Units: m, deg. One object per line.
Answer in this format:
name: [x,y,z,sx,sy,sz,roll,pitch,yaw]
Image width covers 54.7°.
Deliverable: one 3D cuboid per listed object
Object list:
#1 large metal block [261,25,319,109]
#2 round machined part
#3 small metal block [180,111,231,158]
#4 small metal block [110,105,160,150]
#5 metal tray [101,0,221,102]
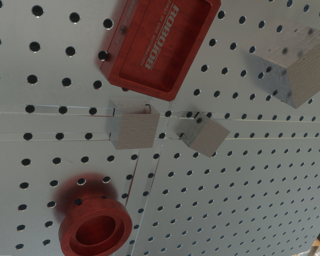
large metal block: [0.205,-0.089,0.455,0.080,0.050,0.080,-38,130,-3]
round machined part: [-0.092,0.137,0.436,0.099,0.042,0.097,-14,125,-21]
small metal block: [0.067,0.010,0.457,0.050,0.025,0.050,27,103,-38]
small metal block: [-0.032,-0.001,0.394,0.050,0.025,0.050,-1,119,-28]
metal tray: [0.001,-0.101,0.346,0.091,0.030,0.129,14,111,-34]
